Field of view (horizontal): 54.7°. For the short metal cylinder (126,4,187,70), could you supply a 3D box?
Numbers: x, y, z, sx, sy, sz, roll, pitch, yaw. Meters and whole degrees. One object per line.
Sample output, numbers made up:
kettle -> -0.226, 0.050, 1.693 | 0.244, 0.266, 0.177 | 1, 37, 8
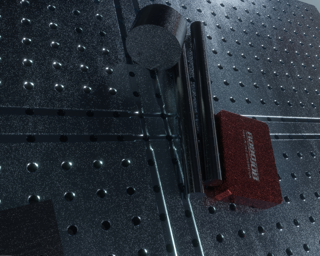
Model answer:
short metal cylinder -> -0.004, -0.131, 0.452 | 0.080, 0.080, 0.050 | 25, 53, -14

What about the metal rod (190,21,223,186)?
metal rod -> 0.068, -0.056, 0.477 | 0.025, 0.025, 0.299 | 14, 55, -21

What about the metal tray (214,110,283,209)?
metal tray -> 0.121, 0.044, 0.446 | 0.091, 0.030, 0.130 | 15, 56, -21

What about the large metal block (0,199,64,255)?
large metal block -> -0.126, 0.114, 0.255 | 0.081, 0.050, 0.080 | -8, 66, -32

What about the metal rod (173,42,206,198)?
metal rod -> 0.035, -0.046, 0.456 | 0.025, 0.025, 0.299 | 10, 57, -23
